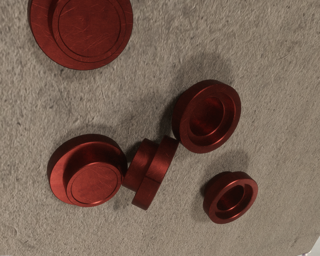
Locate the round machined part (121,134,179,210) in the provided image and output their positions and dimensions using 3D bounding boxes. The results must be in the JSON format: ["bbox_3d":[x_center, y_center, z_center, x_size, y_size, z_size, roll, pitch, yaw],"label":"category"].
[{"bbox_3d":[-0.015,0.052,0.397,0.042,0.098,0.097,26,108,2],"label":"round machined part"}]

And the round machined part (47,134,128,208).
[{"bbox_3d":[-0.086,0.060,0.387,0.099,0.042,0.097,-14,124,-21],"label":"round machined part"}]

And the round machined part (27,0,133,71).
[{"bbox_3d":[-0.071,-0.101,0.295,0.099,0.042,0.097,-14,125,-21],"label":"round machined part"}]

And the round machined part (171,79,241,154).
[{"bbox_3d":[0.057,-0.018,0.414,0.099,0.042,0.097,-15,121,-26],"label":"round machined part"}]

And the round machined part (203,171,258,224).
[{"bbox_3d":[0.115,0.114,0.532,0.099,0.042,0.097,-14,125,-21],"label":"round machined part"}]
